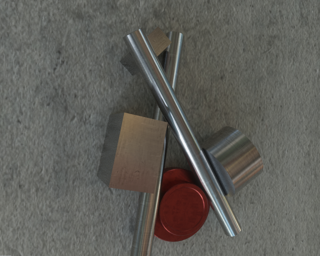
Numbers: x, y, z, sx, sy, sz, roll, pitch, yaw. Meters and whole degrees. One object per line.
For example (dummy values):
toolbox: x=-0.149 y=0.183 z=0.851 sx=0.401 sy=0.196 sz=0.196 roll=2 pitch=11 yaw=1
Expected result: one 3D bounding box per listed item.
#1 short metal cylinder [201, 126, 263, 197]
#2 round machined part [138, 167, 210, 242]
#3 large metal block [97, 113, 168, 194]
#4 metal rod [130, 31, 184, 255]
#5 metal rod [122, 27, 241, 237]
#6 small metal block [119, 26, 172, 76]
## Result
short metal cylinder: x=0.090 y=0.044 z=0.416 sx=0.050 sy=0.080 sz=0.080 roll=-34 pitch=101 yaw=-17
round machined part: x=0.024 y=0.103 z=0.412 sx=0.099 sy=0.042 sz=0.097 roll=0 pitch=90 yaw=-21
large metal block: x=-0.036 y=0.027 z=0.369 sx=0.050 sy=0.080 sz=0.080 roll=13 pitch=86 yaw=-20
metal rod: x=-0.002 y=0.020 z=0.394 sx=0.025 sy=0.025 sz=0.299 roll=13 pitch=80 yaw=-20
metal rod: x=0.037 y=0.020 z=0.388 sx=0.025 sy=0.025 sz=0.299 roll=-34 pitch=110 yaw=-17
small metal block: x=-0.019 y=-0.095 z=0.390 sx=0.050 sy=0.050 sz=0.025 roll=-47 pitch=105 yaw=-14
